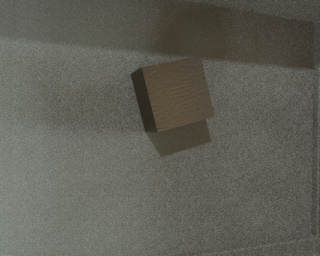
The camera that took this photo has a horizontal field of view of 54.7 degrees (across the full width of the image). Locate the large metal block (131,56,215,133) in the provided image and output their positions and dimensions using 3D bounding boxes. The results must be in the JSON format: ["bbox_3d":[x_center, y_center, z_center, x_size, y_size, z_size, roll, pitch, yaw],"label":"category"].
[{"bbox_3d":[0.016,-0.043,0.404,0.081,0.050,0.080,-16,96,-20],"label":"large metal block"}]
